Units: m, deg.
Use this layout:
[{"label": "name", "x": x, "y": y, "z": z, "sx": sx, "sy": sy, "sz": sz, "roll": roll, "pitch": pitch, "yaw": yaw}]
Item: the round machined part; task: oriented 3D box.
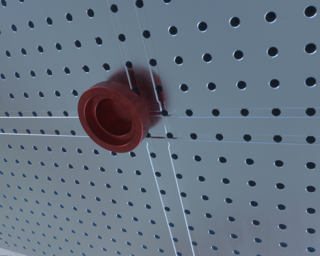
[{"label": "round machined part", "x": -0.058, "y": -0.018, "z": 0.418, "sx": 0.098, "sy": 0.042, "sz": 0.097, "roll": 13, "pitch": 124, "yaw": 20}]
